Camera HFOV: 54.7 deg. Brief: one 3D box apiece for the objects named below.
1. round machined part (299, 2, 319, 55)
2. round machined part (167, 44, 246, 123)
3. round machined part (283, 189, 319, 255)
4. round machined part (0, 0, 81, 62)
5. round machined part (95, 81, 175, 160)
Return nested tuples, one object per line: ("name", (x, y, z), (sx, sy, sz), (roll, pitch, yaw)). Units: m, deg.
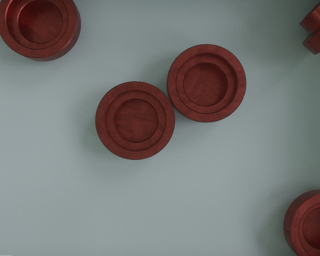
("round machined part", (0.212, -0.141, 0.378), (0.042, 0.098, 0.098), (44, 90, 3))
("round machined part", (0.058, -0.056, 0.404), (0.099, 0.042, 0.097), (0, 90, -1))
("round machined part", (0.210, 0.129, 0.406), (0.099, 0.042, 0.097), (0, 90, -1))
("round machined part", (-0.151, -0.134, 0.401), (0.099, 0.042, 0.097), (0, 90, -1))
("round machined part", (-0.031, -0.009, 0.403), (0.099, 0.042, 0.097), (0, 90, -1))
